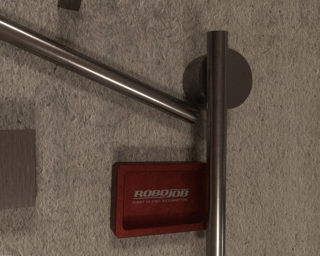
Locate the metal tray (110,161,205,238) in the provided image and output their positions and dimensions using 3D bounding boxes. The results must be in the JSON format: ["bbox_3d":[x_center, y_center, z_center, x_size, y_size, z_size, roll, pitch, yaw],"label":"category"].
[{"bbox_3d":[0.003,0.090,0.408,0.131,0.030,0.089,2,89,-21],"label":"metal tray"}]

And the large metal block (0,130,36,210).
[{"bbox_3d":[-0.177,0.042,0.331,0.081,0.050,0.079,-1,90,-20],"label":"large metal block"}]

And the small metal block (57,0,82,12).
[{"bbox_3d":[-0.102,-0.170,0.358,0.025,0.050,0.050,5,88,-20],"label":"small metal block"}]

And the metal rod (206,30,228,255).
[{"bbox_3d":[0.071,0.033,0.391,0.025,0.025,0.298,-4,98,-20],"label":"metal rod"}]

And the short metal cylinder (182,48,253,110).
[{"bbox_3d":[0.078,-0.065,0.426,0.081,0.050,0.079,0,90,-21],"label":"short metal cylinder"}]

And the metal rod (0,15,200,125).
[{"bbox_3d":[-0.083,-0.072,0.378,0.302,0.025,0.025,23,82,-19],"label":"metal rod"}]
